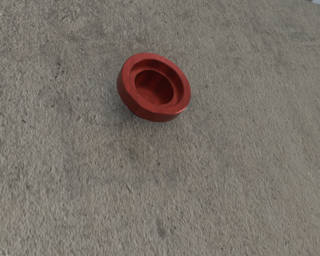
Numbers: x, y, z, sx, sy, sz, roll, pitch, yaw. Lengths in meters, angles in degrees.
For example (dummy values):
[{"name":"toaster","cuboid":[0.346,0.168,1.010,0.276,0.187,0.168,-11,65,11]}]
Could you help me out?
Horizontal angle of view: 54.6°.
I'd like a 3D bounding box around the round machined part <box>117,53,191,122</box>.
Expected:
[{"name":"round machined part","cuboid":[-0.011,-0.050,0.417,0.099,0.042,0.098,13,56,-21]}]
